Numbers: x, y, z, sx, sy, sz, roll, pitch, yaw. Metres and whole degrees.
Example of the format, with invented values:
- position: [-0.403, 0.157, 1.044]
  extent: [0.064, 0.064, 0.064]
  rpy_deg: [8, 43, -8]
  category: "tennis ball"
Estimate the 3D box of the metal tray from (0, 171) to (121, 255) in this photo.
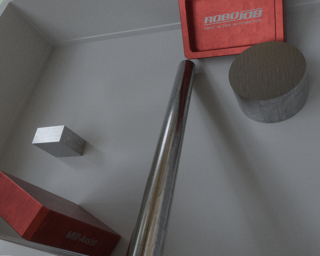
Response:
- position: [-0.112, 0.097, 0.336]
  extent: [0.090, 0.130, 0.030]
  rpy_deg: [21, 73, 35]
  category: "metal tray"

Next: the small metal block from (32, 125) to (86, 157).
- position: [-0.146, 0.021, 0.451]
  extent: [0.050, 0.050, 0.025]
  rpy_deg: [-5, 60, 25]
  category: "small metal block"

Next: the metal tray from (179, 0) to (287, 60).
- position: [0.093, -0.142, 0.404]
  extent: [0.130, 0.030, 0.089]
  rpy_deg: [0, 107, 28]
  category: "metal tray"

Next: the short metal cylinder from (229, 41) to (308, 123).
- position: [0.125, -0.052, 0.356]
  extent: [0.080, 0.050, 0.080]
  rpy_deg: [-13, 56, 20]
  category: "short metal cylinder"

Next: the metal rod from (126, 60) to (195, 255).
- position: [0.013, 0.004, 0.321]
  extent: [0.025, 0.025, 0.301]
  rpy_deg: [-13, 33, 21]
  category: "metal rod"
